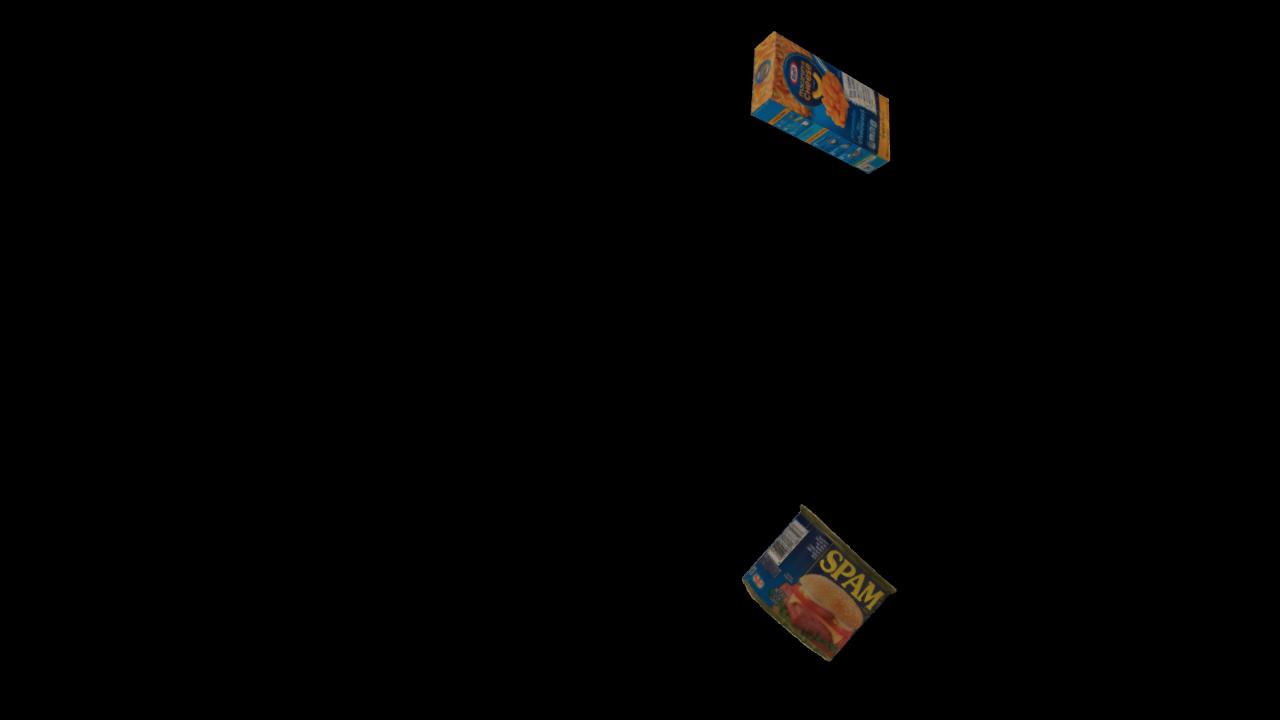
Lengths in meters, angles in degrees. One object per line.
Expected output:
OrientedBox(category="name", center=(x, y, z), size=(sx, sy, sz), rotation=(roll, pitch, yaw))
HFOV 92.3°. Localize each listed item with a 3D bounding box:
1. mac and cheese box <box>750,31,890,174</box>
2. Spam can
OrientedBox(category="mac and cheese box", center=(0.214, -0.296, 0.718), size=(0.184, 0.093, 0.041), rotation=(14, -17, -26))
OrientedBox(category="Spam can", center=(0.149, 0.190, 0.522), size=(0.101, 0.085, 0.058), rotation=(43, -1, -14))
